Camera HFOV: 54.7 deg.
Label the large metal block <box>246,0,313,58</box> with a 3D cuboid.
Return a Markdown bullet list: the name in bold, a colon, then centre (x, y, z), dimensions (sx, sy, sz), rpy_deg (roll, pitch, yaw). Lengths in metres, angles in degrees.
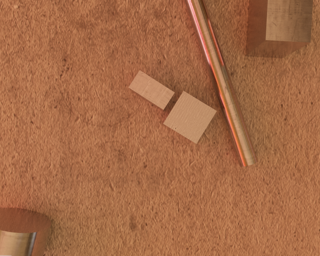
- **large metal block**: centre (0.145, -0.136, 0.384), dimensions (0.050, 0.080, 0.080), rpy_deg (3, 90, 0)

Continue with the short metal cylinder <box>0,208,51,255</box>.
- **short metal cylinder**: centre (-0.182, 0.136, 0.381), dimensions (0.080, 0.080, 0.050), rpy_deg (14, 90, 0)

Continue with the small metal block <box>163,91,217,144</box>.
- **small metal block**: centre (0.039, -0.014, 0.410), dimensions (0.050, 0.025, 0.050), rpy_deg (32, 90, 0)

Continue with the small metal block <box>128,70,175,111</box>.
- **small metal block**: centre (-0.010, -0.046, 0.397), dimensions (0.050, 0.050, 0.025), rpy_deg (33, 90, 0)

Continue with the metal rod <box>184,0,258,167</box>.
- **metal rod**: centre (0.070, -0.094, 0.410), dimensions (0.025, 0.025, 0.299), rpy_deg (-19, 90, 0)
